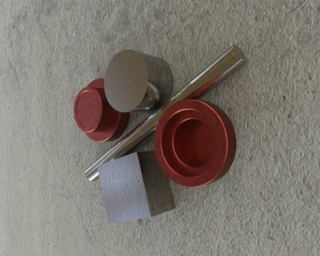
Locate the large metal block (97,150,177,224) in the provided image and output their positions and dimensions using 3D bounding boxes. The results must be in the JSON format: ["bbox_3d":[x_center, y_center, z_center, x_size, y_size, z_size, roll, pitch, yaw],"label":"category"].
[{"bbox_3d":[-0.033,0.079,0.418,0.080,0.050,0.080,-22,76,38],"label":"large metal block"}]

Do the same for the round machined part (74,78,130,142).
[{"bbox_3d":[-0.095,-0.027,0.473,0.098,0.042,0.097,0,90,40],"label":"round machined part"}]

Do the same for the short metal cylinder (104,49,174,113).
[{"bbox_3d":[-0.029,-0.060,0.413,0.080,0.050,0.079,0,90,40],"label":"short metal cylinder"}]

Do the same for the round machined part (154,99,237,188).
[{"bbox_3d":[0.044,0.017,0.359,0.098,0.042,0.097,0,90,40],"label":"round machined part"}]

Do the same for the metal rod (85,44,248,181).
[{"bbox_3d":[-0.011,-0.003,0.417,0.299,0.025,0.025,-38,67,33],"label":"metal rod"}]
